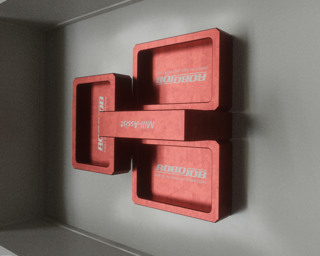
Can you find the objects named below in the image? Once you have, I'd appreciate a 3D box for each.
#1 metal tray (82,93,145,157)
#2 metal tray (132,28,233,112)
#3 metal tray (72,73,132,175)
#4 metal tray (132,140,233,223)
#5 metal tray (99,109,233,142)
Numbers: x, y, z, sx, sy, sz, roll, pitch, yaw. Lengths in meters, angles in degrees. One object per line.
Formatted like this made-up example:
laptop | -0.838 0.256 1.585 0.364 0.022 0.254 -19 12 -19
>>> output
metal tray | -0.080 -0.003 0.463 0.130 0.030 0.089 1 90 39
metal tray | 0.023 -0.064 0.381 0.130 0.030 0.089 1 91 39
metal tray | -0.081 -0.006 0.426 0.090 0.030 0.129 2 91 39
metal tray | 0.023 0.056 0.381 0.130 0.030 0.089 1 91 39
metal tray | 0.005 -0.004 0.356 0.130 0.091 0.030 1 91 39
